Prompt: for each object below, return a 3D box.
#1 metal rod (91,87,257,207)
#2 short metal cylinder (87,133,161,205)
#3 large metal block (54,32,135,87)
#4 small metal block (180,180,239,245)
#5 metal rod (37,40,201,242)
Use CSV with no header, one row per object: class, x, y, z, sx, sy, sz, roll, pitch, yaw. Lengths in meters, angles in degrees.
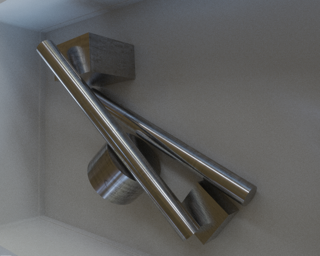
metal rod,-0.010,0.008,0.412,0.300,0.025,0.025,31,109,35
short metal cylinder,-0.046,0.052,0.404,0.050,0.081,0.080,-47,62,29
large metal block,-0.094,-0.094,0.445,0.080,0.081,0.050,-5,87,39
small metal block,0.054,0.096,0.359,0.050,0.025,0.050,45,117,30
metal rod,-0.058,0.005,0.375,0.300,0.025,0.025,50,120,13
